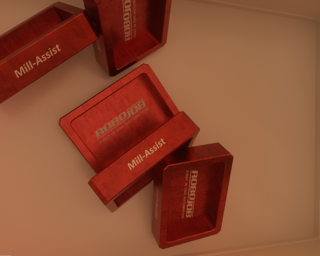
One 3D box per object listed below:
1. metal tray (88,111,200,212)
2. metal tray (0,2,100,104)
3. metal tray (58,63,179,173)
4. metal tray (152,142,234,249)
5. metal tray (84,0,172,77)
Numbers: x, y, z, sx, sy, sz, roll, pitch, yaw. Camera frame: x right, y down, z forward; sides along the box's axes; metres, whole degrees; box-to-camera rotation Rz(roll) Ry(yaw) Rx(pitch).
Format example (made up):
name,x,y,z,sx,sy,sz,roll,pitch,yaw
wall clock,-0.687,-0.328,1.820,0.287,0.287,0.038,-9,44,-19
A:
name,x,y,z,sx,sy,sz,roll,pitch,yaw
metal tray,-0.017,0.043,0.367,0.131,0.090,0.030,-37,76,-16
metal tray,-0.138,-0.080,0.320,0.130,0.090,0.030,-38,131,-14
metal tray,-0.047,-0.009,0.390,0.131,0.030,0.090,-37,102,-16
metal tray,0.039,0.087,0.393,0.091,0.030,0.129,-8,119,-20
metal tray,-0.032,-0.121,0.343,0.090,0.130,0.030,-35,74,-16
